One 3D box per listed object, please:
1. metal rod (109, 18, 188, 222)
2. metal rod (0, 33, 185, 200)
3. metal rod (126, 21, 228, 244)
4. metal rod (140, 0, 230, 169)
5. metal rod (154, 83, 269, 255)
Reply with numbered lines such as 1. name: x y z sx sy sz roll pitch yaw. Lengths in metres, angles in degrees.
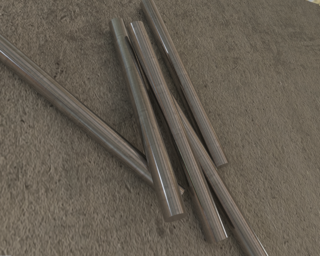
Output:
1. metal rod: -0.024 -0.032 0.389 0.025 0.025 0.299 0 55 -28
2. metal rod: -0.093 -0.016 0.362 0.300 0.025 0.025 40 51 -1
3. metal rod: 0.016 -0.006 0.396 0.025 0.025 0.299 -12 74 -33
4. metal rod: 0.030 -0.079 0.467 0.025 0.025 0.299 -9 66 -32
5. metal rod: 0.065 0.062 0.400 0.025 0.025 0.299 -18 72 -35
